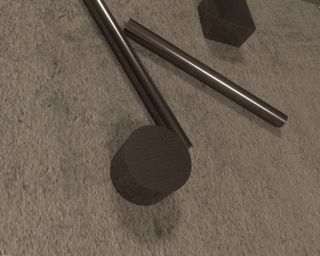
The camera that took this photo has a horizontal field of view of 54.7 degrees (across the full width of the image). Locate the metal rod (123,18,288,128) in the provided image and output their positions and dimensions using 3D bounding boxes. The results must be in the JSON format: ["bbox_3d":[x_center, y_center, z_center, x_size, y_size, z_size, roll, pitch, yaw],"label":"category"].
[{"bbox_3d":[0.078,-0.084,0.499,0.301,0.025,0.025,29,52,-10],"label":"metal rod"}]

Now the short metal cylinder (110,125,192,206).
[{"bbox_3d":[-0.011,0.043,0.357,0.081,0.050,0.080,14,56,-21],"label":"short metal cylinder"}]

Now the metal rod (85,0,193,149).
[{"bbox_3d":[-0.042,-0.096,0.440,0.025,0.025,0.299,-20,73,-36],"label":"metal rod"}]

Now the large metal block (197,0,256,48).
[{"bbox_3d":[0.124,-0.207,0.583,0.081,0.050,0.080,7,59,-25],"label":"large metal block"}]
